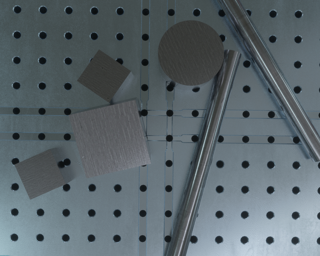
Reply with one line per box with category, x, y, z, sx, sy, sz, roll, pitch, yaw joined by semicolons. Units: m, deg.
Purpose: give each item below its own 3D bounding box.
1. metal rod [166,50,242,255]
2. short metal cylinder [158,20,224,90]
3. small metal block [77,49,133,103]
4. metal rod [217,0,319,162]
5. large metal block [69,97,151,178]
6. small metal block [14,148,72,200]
metal rod;0.057;0.044;0.413;0.025;0.025;0.298;15;90;0
short metal cylinder;0.038;-0.091;0.401;0.081;0.050;0.080;0;90;0
small metal block;-0.072;-0.067;0.413;0.050;0.025;0.050;35;90;0
metal rod;0.140;-0.089;0.414;0.025;0.025;0.299;-31;90;0
large metal block;-0.060;0.010;0.394;0.080;0.050;0.080;-13;99;0
small metal block;-0.155;0.060;0.412;0.050;0.025;0.050;-24;90;0
